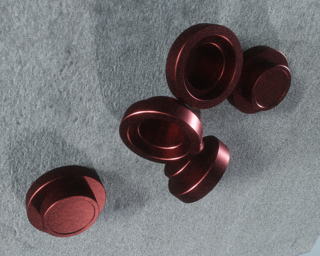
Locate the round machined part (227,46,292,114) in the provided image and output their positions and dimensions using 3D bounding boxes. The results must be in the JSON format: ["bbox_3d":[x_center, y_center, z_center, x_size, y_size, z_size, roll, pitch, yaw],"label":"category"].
[{"bbox_3d":[0.145,-0.063,0.438,0.099,0.042,0.097,-14,125,-21],"label":"round machined part"}]

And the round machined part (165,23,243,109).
[{"bbox_3d":[0.048,-0.075,0.371,0.099,0.042,0.097,-13,117,-27],"label":"round machined part"}]

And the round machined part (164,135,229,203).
[{"bbox_3d":[0.043,0.049,0.421,0.042,0.098,0.098,39,97,-16],"label":"round machined part"}]

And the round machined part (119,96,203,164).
[{"bbox_3d":[0.004,-0.001,0.377,0.098,0.042,0.097,10,141,8],"label":"round machined part"}]

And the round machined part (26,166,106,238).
[{"bbox_3d":[-0.116,0.100,0.395,0.099,0.042,0.097,-14,125,-21],"label":"round machined part"}]
